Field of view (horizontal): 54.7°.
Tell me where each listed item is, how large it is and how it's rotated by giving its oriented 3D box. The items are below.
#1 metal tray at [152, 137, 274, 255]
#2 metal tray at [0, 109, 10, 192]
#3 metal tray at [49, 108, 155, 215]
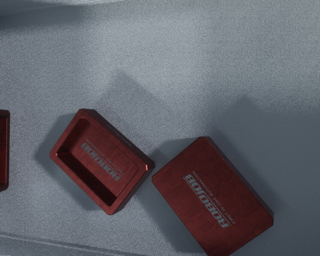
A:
[{"bbox_3d":[0.063,0.086,0.385,0.090,0.030,0.130,-42,77,15],"label":"metal tray"},{"bbox_3d":[-0.263,0.036,0.463,0.030,0.090,0.129,1,91,2],"label":"metal tray"},{"bbox_3d":[-0.083,0.045,0.435,0.130,0.030,0.090,40,102,15],"label":"metal tray"}]
